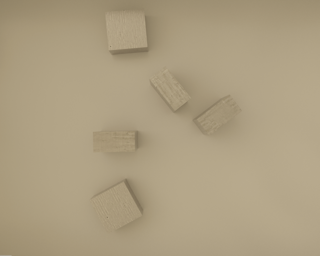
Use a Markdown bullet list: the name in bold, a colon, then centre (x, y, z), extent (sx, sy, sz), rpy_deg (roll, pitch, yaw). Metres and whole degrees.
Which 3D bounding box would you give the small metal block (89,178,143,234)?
- **small metal block**: centre (-0.057, 0.103, 0.411), extent (0.050, 0.025, 0.050), rpy_deg (-28, 90, 0)

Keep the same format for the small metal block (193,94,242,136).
- **small metal block**: centre (0.072, -0.016, 0.399), extent (0.050, 0.050, 0.025), rpy_deg (-37, 90, 0)

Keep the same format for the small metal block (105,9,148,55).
- **small metal block**: centre (-0.043, -0.127, 0.411), extent (0.050, 0.025, 0.050), rpy_deg (-5, 90, 0)

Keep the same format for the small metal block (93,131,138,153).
- **small metal block**: centre (-0.055, 0.016, 0.398), extent (0.050, 0.050, 0.025), rpy_deg (-1, 90, 0)

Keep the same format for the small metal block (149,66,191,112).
- **small metal block**: centre (0.012, -0.048, 0.399), extent (0.025, 0.050, 0.050), rpy_deg (-39, 90, 0)
